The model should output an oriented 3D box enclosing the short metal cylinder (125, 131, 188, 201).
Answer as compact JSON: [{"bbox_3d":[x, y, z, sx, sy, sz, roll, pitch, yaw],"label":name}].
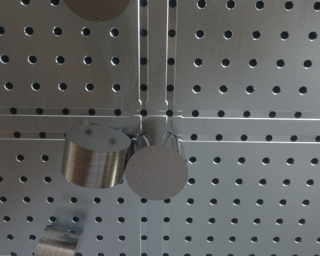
[{"bbox_3d":[-0.004,0.050,0.418,0.081,0.050,0.079,0,110,0],"label":"short metal cylinder"}]

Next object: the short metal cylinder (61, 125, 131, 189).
[{"bbox_3d":[-0.081,0.034,0.396,0.081,0.080,0.050,12,110,-5],"label":"short metal cylinder"}]

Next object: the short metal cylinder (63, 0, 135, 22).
[{"bbox_3d":[-0.066,-0.160,0.341,0.081,0.050,0.079,0,110,0],"label":"short metal cylinder"}]

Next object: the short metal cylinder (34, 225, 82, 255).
[{"bbox_3d":[-0.150,0.187,0.452,0.050,0.080,0.079,15,109,-6],"label":"short metal cylinder"}]
